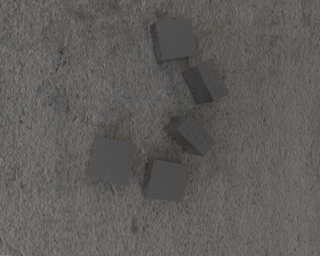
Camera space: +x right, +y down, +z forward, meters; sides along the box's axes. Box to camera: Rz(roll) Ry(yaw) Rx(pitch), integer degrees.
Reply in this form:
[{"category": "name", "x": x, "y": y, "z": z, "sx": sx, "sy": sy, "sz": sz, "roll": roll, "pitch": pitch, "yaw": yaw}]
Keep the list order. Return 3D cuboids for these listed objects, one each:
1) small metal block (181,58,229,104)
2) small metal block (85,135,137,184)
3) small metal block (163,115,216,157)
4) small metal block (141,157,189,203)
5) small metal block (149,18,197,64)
[{"category": "small metal block", "x": 0.060, "y": -0.061, "z": 0.417, "sx": 0.025, "sy": 0.050, "sz": 0.050, "roll": -30, "pitch": 100, "yaw": -17}, {"category": "small metal block", "x": -0.061, "y": 0.039, "z": 0.386, "sx": 0.050, "sy": 0.025, "sz": 0.050, "roll": 14, "pitch": 85, "yaw": -20}, {"category": "small metal block", "x": 0.038, "y": 0.010, "z": 0.409, "sx": 0.050, "sy": 0.050, "sz": 0.025, "roll": 45, "pitch": 76, "yaw": -15}, {"category": "small metal block", "x": 0.007, "y": 0.069, "z": 0.411, "sx": 0.050, "sy": 0.025, "sz": 0.050, "roll": 12, "pitch": 86, "yaw": -20}, {"category": "small metal block", "x": 0.018, "y": -0.117, "z": 0.415, "sx": 0.050, "sy": 0.025, "sz": 0.050, "roll": -12, "pitch": 94, "yaw": -20}]
